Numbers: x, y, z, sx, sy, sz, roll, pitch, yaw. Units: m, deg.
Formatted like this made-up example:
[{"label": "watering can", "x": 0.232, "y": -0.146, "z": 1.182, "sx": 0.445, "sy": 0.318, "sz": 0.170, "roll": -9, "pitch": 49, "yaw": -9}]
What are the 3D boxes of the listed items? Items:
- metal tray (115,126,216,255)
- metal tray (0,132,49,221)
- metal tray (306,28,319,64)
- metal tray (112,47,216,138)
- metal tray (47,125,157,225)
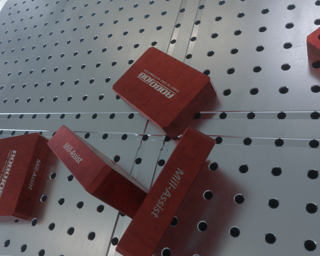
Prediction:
[{"label": "metal tray", "x": 0.009, "y": 0.070, "z": 0.317, "sx": 0.030, "sy": 0.090, "sz": 0.130, "roll": 29, "pitch": 76, "yaw": 10}, {"label": "metal tray", "x": -0.228, "y": 0.075, "z": 0.481, "sx": 0.090, "sy": 0.030, "sz": 0.130, "roll": -9, "pitch": 58, "yaw": 23}, {"label": "metal tray", "x": 0.238, "y": -0.082, "z": 0.330, "sx": 0.090, "sy": 0.030, "sz": 0.130, "roll": -36, "pitch": 51, "yaw": 4}, {"label": "metal tray", "x": 0.002, "y": -0.055, "z": 0.439, "sx": 0.090, "sy": 0.030, "sz": 0.130, "roll": -47, "pitch": 51, "yaw": -5}, {"label": "metal tray", "x": -0.067, "y": 0.050, "z": 0.355, "sx": 0.030, "sy": 0.090, "sz": 0.130, "roll": -52, "pitch": 40, "yaw": -8}]
